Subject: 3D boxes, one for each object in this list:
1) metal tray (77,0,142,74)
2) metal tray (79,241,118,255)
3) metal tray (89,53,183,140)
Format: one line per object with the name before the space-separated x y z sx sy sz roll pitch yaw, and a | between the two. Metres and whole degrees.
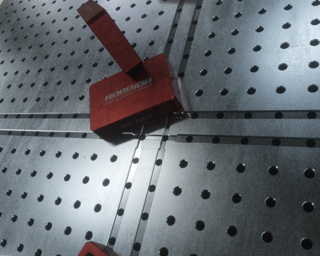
metal tray | -0.079 -0.142 0.470 0.030 0.090 0.130 -38 34 1
metal tray | -0.075 0.199 0.320 0.090 0.030 0.130 22 73 35
metal tray | -0.039 -0.046 0.452 0.130 0.030 0.090 -21 54 15
